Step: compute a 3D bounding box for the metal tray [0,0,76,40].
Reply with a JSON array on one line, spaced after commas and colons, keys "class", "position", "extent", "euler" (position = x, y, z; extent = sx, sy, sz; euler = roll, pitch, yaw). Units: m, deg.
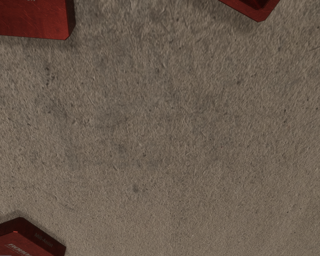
[{"class": "metal tray", "position": [-0.151, -0.134, 0.287], "extent": [0.131, 0.030, 0.089], "euler": [3, 130, -4]}]

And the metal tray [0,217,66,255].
[{"class": "metal tray", "position": [-0.257, 0.226, 0.593], "extent": [0.090, 0.030, 0.130], "euler": [-22, 127, 17]}]

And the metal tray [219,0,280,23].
[{"class": "metal tray", "position": [0.089, -0.169, 0.261], "extent": [0.091, 0.030, 0.129], "euler": [21, 127, -18]}]
